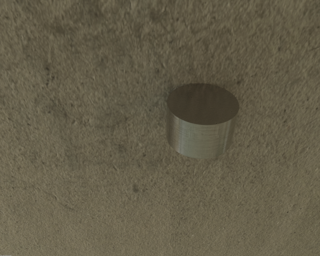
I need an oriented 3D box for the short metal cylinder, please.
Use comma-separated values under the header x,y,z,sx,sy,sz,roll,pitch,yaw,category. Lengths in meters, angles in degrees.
x,y,z,sx,sy,sz,roll,pitch,yaw,category
0.048,-0.010,0.364,0.081,0.080,0.050,0,130,-1,short metal cylinder
